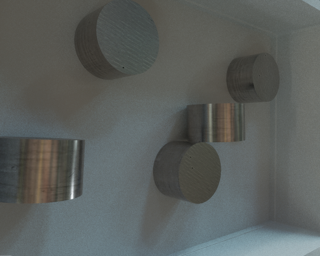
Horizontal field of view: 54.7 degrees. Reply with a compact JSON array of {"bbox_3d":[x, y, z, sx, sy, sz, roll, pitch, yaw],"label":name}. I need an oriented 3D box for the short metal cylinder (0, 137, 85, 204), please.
[{"bbox_3d":[-0.110,0.034,0.279,0.081,0.080,0.050,4,88,-40],"label":"short metal cylinder"}]

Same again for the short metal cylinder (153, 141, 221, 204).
[{"bbox_3d":[0.038,0.058,0.422,0.081,0.050,0.080,0,90,-40],"label":"short metal cylinder"}]

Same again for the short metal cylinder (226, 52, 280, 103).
[{"bbox_3d":[0.157,-0.083,0.522,0.081,0.050,0.080,0,90,-40],"label":"short metal cylinder"}]

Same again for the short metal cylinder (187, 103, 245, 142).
[{"bbox_3d":[0.078,-0.008,0.436,0.081,0.080,0.050,-3,92,-40],"label":"short metal cylinder"}]

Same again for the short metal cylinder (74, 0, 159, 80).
[{"bbox_3d":[-0.048,-0.097,0.350,0.081,0.050,0.080,0,90,-40],"label":"short metal cylinder"}]
